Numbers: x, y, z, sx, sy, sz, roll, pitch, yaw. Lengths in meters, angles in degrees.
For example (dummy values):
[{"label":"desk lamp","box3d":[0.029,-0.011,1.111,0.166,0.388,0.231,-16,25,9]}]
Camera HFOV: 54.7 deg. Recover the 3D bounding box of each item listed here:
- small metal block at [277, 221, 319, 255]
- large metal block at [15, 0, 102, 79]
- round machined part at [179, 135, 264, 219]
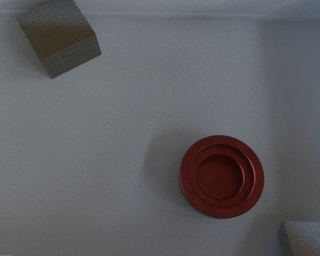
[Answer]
[{"label":"small metal block","box3d":[0.168,0.135,0.350,0.050,0.025,0.050,3,37,0]},{"label":"large metal block","box3d":[-0.142,-0.130,0.442,0.080,0.050,0.080,-30,73,-11]},{"label":"round machined part","box3d":[0.072,0.061,0.379,0.099,0.042,0.098,0,70,-1]}]
